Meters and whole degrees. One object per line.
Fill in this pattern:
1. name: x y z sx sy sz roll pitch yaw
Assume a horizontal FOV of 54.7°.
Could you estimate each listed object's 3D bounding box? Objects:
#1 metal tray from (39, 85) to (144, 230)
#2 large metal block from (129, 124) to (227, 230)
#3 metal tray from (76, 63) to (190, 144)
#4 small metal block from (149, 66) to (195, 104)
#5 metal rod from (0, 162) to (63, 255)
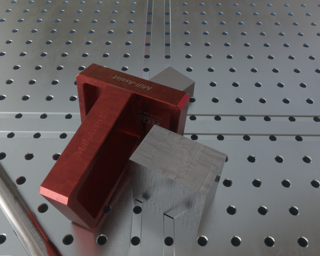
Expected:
1. metal tray: -0.062 0.030 0.327 0.030 0.090 0.130 18 61 15
2. large metal block: 0.018 0.053 0.328 0.080 0.080 0.050 23 54 17
3. metal tray: -0.035 -0.017 0.376 0.130 0.089 0.030 19 43 15
4. small metal block: 0.015 -0.059 0.457 0.050 0.025 0.050 37 59 26
5. metal rod: -0.131 0.107 0.315 0.025 0.025 0.300 -34 58 -25
